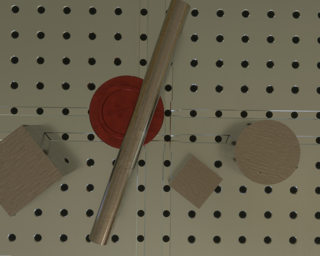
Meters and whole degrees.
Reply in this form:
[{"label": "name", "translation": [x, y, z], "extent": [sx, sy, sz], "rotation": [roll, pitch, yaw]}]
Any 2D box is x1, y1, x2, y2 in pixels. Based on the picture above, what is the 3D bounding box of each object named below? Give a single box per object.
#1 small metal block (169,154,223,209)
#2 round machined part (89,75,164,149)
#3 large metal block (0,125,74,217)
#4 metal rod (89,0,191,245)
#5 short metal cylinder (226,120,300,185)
[{"label": "small metal block", "translation": [0.047, 0.070, 0.414], "extent": [0.050, 0.025, 0.050], "rotation": [39, 90, -1]}, {"label": "round machined part", "translation": [-0.044, -0.020, 0.404], "extent": [0.099, 0.042, 0.097], "rotation": [0, 90, -1]}, {"label": "large metal block", "translation": [-0.174, 0.052, 0.399], "extent": [0.080, 0.050, 0.080], "rotation": [-38, 91, 0]}, {"label": "metal rod", "translation": [-0.024, -0.007, 0.371], "extent": [0.025, 0.025, 0.298], "rotation": [19, 90, -1]}, {"label": "short metal cylinder", "translation": [0.131, 0.029, 0.403], "extent": [0.081, 0.050, 0.079], "rotation": [0, 90, -1]}]
